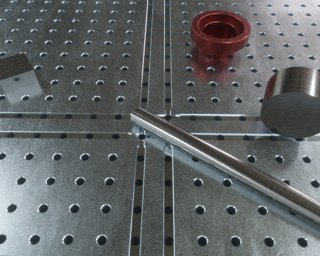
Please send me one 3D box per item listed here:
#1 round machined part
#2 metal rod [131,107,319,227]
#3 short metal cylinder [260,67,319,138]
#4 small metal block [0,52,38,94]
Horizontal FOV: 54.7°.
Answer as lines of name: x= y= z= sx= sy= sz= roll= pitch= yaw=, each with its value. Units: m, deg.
round machined part: x=0.102 y=-0.157 z=0.530 sx=0.099 sy=0.042 sz=0.098 roll=0 pitch=50 yaw=0
metal rod: x=0.091 y=0.049 z=0.367 sx=0.300 sy=0.025 sz=0.025 roll=28 pitch=55 yaw=21
short metal cylinder: x=0.176 y=-0.032 z=0.401 sx=0.080 sy=0.080 sz=0.050 roll=16 pitch=52 yaw=13
small metal block: x=-0.223 y=-0.086 z=0.477 sx=0.050 sy=0.025 sz=0.050 roll=-24 pitch=54 yaw=-20
